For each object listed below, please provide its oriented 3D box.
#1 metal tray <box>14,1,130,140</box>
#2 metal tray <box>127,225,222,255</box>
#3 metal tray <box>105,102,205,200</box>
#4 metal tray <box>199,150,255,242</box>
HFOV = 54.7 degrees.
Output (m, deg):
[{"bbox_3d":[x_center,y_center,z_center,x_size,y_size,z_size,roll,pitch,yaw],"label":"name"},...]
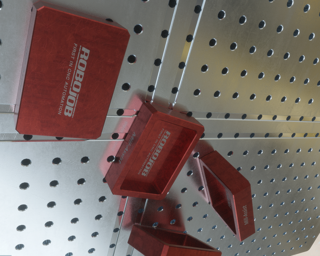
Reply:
[{"bbox_3d":[-0.094,-0.053,0.325,0.091,0.030,0.129,6,115,-32],"label":"metal tray"},{"bbox_3d":[0.025,0.194,0.501,0.131,0.090,0.030,24,81,-37],"label":"metal tray"},{"bbox_3d":[-0.007,0.037,0.428,0.091,0.030,0.129,17,110,-35],"label":"metal tray"},{"bbox_3d":[0.109,0.110,0.499,0.030,0.090,0.129,-27,128,-12],"label":"metal tray"}]
